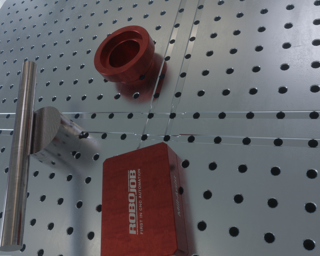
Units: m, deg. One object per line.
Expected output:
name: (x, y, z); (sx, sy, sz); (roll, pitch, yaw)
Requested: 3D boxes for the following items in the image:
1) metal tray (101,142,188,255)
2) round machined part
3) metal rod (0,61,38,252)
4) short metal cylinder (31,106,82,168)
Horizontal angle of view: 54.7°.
metal tray: (-0.022, 0.089, 0.362); (0.090, 0.030, 0.130); (-17, 55, 18)
round machined part: (-0.052, -0.112, 0.494); (0.098, 0.042, 0.098); (-13, 56, 21)
metal rod: (-0.194, 0.016, 0.435); (0.025, 0.025, 0.299); (-23, 53, 15)
short metal cylinder: (-0.167, 0.014, 0.471); (0.080, 0.050, 0.080); (-13, 56, 21)
